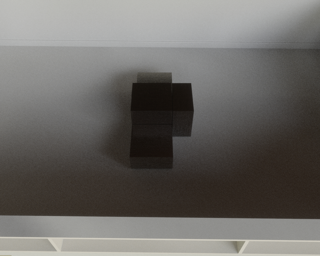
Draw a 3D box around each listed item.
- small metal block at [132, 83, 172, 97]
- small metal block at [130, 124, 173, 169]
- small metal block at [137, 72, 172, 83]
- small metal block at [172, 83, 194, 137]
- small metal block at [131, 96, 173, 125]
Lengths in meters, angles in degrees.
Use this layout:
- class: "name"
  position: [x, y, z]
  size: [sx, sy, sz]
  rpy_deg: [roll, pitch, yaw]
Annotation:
- class: "small metal block"
  position: [-0.010, -0.033, 0.414]
  size: [0.050, 0.050, 0.025]
  rpy_deg: [0, 50, 0]
- class: "small metal block"
  position: [-0.010, 0.023, 0.384]
  size: [0.050, 0.025, 0.050]
  rpy_deg: [0, 50, 0]
- class: "small metal block"
  position: [-0.008, -0.055, 0.448]
  size: [0.050, 0.025, 0.050]
  rpy_deg: [0, 50, 0]
- class: "small metal block"
  position: [0.028, -0.024, 0.406]
  size: [0.025, 0.050, 0.050]
  rpy_deg: [0, 50, 0]
- class: "small metal block"
  position: [-0.010, -0.014, 0.398]
  size: [0.050, 0.050, 0.025]
  rpy_deg: [0, 50, 0]
